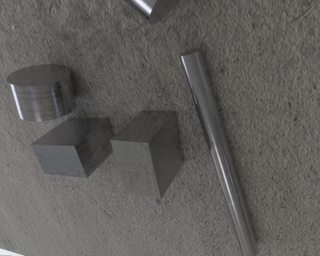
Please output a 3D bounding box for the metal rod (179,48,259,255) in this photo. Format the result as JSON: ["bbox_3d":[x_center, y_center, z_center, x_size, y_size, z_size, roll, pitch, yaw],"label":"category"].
[{"bbox_3d":[0.081,0.047,0.393,0.025,0.025,0.299,-7,115,31],"label":"metal rod"}]

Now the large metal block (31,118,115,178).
[{"bbox_3d":[-0.121,0.026,0.451,0.080,0.080,0.050,0,118,28],"label":"large metal block"}]

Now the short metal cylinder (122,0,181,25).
[{"bbox_3d":[-0.002,-0.144,0.284,0.050,0.080,0.080,42,129,-1],"label":"short metal cylinder"}]

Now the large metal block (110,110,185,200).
[{"bbox_3d":[-0.012,0.031,0.396,0.050,0.080,0.079,3,120,27],"label":"large metal block"}]

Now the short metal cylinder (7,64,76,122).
[{"bbox_3d":[-0.160,-0.050,0.425,0.080,0.080,0.050,12,124,21],"label":"short metal cylinder"}]
